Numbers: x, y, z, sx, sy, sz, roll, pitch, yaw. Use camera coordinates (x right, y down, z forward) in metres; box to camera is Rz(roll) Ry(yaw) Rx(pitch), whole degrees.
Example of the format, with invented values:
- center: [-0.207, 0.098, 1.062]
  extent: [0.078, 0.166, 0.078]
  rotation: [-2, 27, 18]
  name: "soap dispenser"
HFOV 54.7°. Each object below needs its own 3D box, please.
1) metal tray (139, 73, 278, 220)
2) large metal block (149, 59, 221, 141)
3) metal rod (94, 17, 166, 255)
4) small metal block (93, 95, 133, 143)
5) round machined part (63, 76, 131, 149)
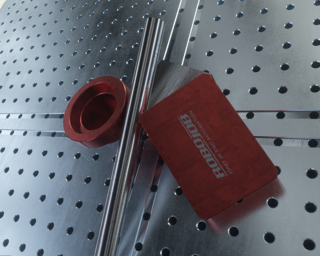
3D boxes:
- center: [0.049, 0.018, 0.331]
  extent: [0.090, 0.030, 0.130]
  rotation: [-34, 76, 6]
  name: "metal tray"
- center: [0.020, -0.033, 0.398]
  extent: [0.080, 0.050, 0.080]
  rotation: [25, 75, 36]
  name: "large metal block"
- center: [-0.034, 0.015, 0.362]
  extent: [0.025, 0.025, 0.299]
  rotation: [6, 80, 31]
  name: "metal rod"
- center: [-0.069, -0.013, 0.449]
  extent: [0.050, 0.025, 0.050]
  rotation: [-20, 54, 16]
  name: "small metal block"
- center: [-0.075, -0.017, 0.407]
  extent: [0.098, 0.042, 0.098]
  rotation: [-15, 55, 23]
  name: "round machined part"
